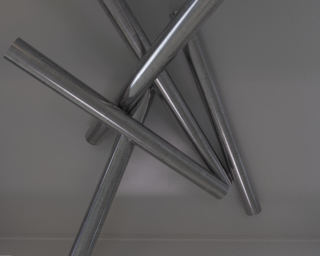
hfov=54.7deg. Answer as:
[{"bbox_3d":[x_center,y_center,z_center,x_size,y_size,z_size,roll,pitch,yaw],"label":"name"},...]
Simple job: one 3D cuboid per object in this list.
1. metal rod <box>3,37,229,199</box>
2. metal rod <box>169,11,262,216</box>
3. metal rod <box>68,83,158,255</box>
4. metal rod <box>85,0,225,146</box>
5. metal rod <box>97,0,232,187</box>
[{"bbox_3d":[-0.030,0.004,0.355,0.301,0.025,0.025,36,107,-24],"label":"metal rod"},{"bbox_3d":[0.080,-0.008,0.408,0.025,0.025,0.299,-22,109,7],"label":"metal rod"},{"bbox_3d":[-0.063,0.069,0.374,0.025,0.025,0.299,22,85,-8],"label":"metal rod"},{"bbox_3d":[-0.009,-0.063,0.317,0.025,0.025,0.299,35,133,-12],"label":"metal rod"},{"bbox_3d":[0.016,-0.033,0.377,0.025,0.025,0.299,-29,116,10],"label":"metal rod"}]
